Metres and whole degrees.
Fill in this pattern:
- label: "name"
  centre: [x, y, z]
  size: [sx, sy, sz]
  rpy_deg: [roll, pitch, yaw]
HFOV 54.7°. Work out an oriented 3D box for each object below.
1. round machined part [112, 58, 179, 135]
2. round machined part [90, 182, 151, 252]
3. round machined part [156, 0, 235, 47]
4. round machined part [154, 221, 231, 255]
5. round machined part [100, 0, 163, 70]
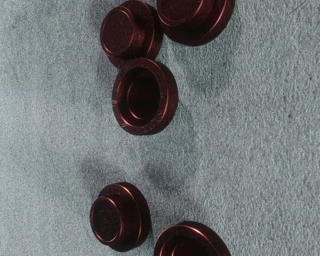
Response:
- label: "round machined part"
  centre: [-0.015, -0.039, 0.406]
  size: [0.098, 0.042, 0.097]
  rpy_deg: [0, 90, 40]
- label: "round machined part"
  centre: [-0.064, 0.129, 0.447]
  size: [0.098, 0.042, 0.097]
  rpy_deg: [0, 90, 40]
- label: "round machined part"
  centre: [0.035, -0.149, 0.365]
  size: [0.098, 0.042, 0.097]
  rpy_deg: [0, 90, 40]
- label: "round machined part"
  centre: [0.043, 0.157, 0.359]
  size: [0.098, 0.042, 0.097]
  rpy_deg: [0, 90, 40]
- label: "round machined part"
  centre: [-0.046, -0.130, 0.432]
  size: [0.098, 0.042, 0.097]
  rpy_deg: [0, 90, 40]
